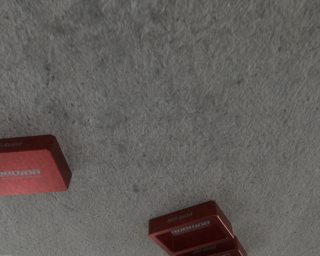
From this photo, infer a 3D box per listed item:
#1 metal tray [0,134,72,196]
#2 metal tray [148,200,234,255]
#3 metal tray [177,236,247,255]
[{"bbox_3d":[-0.206,0.057,0.449,0.131,0.030,0.089,-5,130,3],"label":"metal tray"},{"bbox_3d":[0.056,0.185,0.562,0.130,0.030,0.090,-23,127,17],"label":"metal tray"},{"bbox_3d":[0.107,0.269,0.634,0.130,0.030,0.090,-21,128,16],"label":"metal tray"}]
